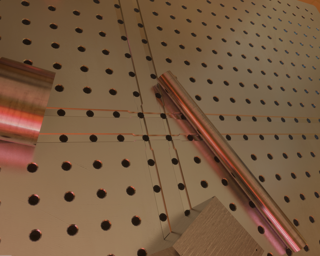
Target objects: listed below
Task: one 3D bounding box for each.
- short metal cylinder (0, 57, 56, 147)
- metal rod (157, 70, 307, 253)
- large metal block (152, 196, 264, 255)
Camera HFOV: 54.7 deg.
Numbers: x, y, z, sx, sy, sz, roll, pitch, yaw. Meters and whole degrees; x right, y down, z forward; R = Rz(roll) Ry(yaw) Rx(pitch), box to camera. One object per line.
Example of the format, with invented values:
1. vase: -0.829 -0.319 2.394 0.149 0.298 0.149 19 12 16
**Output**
1. short metal cylinder: -0.141 -0.025 0.313 0.050 0.080 0.080 15 56 -20
2. metal rod: 0.095 0.041 0.436 0.025 0.025 0.299 -30 79 -38
3. large metal block: 0.053 0.136 0.339 0.080 0.050 0.080 48 51 5
